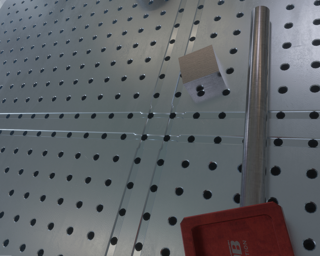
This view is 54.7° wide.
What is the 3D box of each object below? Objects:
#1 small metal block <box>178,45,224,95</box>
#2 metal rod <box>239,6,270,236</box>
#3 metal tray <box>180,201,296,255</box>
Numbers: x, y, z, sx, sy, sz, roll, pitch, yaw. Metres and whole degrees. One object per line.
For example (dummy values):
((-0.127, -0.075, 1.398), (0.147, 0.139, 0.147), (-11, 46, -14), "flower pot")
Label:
((0.056, -0.081, 0.428), (0.050, 0.025, 0.050), (-18, 54, 17), "small metal block")
((0.114, -0.030, 0.366), (0.025, 0.025, 0.299), (-3, 60, 26), "metal rod")
((0.074, 0.136, 0.264), (0.090, 0.030, 0.130), (-16, 68, 19), "metal tray")
